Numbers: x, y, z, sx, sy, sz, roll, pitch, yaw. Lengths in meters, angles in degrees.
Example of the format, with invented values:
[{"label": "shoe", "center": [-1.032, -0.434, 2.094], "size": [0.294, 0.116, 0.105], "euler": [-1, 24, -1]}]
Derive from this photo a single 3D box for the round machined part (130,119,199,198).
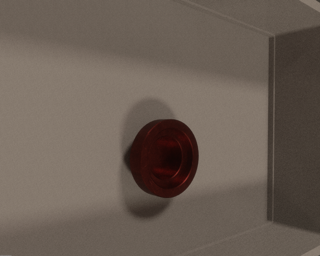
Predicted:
[{"label": "round machined part", "center": [0.001, 0.037, 0.399], "size": [0.099, 0.042, 0.097], "euler": [0, 90, -40]}]
